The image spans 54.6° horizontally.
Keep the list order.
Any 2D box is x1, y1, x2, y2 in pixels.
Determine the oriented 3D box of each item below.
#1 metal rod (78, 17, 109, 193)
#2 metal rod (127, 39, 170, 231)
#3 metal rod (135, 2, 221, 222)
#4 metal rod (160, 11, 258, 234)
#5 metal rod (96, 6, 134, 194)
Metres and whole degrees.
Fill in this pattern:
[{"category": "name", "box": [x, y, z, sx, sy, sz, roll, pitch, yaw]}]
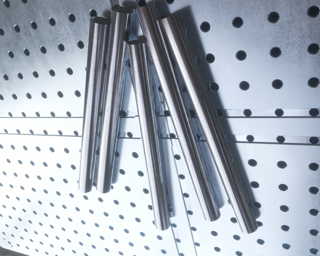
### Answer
[{"category": "metal rod", "box": [-0.101, -0.012, 0.457, 0.025, 0.025, 0.298, 24, 127, 13]}, {"category": "metal rod", "box": [-0.011, 0.029, 0.435, 0.025, 0.025, 0.298, 8, 122, 24]}, {"category": "metal rod", "box": [0.030, -0.003, 0.394, 0.025, 0.025, 0.299, -5, 116, 31]}, {"category": "metal rod", "box": [0.068, 0.009, 0.381, 0.025, 0.025, 0.299, -10, 113, 33]}, {"category": "metal rod", "box": [-0.069, -0.016, 0.439, 0.025, 0.025, 0.298, 23, 127, 14]}]
